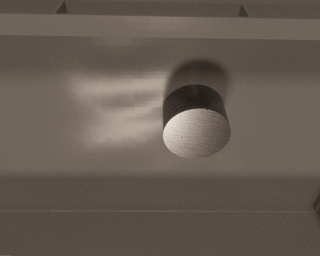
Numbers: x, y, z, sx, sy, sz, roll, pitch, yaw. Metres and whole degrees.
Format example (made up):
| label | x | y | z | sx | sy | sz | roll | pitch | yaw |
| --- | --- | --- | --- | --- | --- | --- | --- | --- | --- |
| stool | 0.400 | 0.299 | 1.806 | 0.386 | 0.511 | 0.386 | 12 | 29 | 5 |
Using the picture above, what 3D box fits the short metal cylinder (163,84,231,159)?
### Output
| label | x | y | z | sx | sy | sz | roll | pitch | yaw |
| --- | --- | --- | --- | --- | --- | --- | --- | --- | --- |
| short metal cylinder | 0.044 | -0.007 | 0.387 | 0.081 | 0.050 | 0.079 | 0 | 130 | 0 |
